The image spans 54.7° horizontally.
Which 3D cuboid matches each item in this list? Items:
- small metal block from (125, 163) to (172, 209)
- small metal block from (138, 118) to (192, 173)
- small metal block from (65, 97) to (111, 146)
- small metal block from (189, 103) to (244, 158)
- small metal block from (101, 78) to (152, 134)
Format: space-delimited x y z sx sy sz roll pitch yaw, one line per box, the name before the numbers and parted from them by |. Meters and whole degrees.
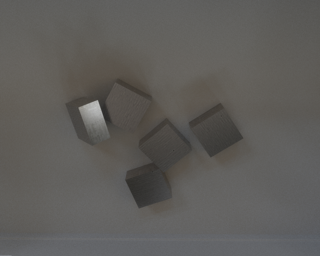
small metal block | -0.015 0.080 0.441 0.050 0.025 0.050 -19 110 7
small metal block | 0.007 0.023 0.420 0.050 0.025 0.050 -40 106 13
small metal block | -0.091 -0.010 0.390 0.025 0.050 0.050 -26 113 -28
small metal block | 0.074 0.003 0.414 0.050 0.025 0.050 -33 107 11
small metal block | -0.045 -0.028 0.400 0.050 0.025 0.050 27 108 -10
